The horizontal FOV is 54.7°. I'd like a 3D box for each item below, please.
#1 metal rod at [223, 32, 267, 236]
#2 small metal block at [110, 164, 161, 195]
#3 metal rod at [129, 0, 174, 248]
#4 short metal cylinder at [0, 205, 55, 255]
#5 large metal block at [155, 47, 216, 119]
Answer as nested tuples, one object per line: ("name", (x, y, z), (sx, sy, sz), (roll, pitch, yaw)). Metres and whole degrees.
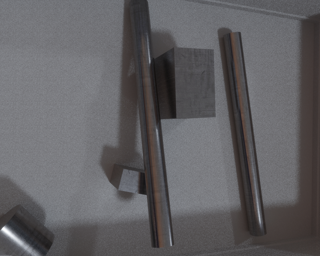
("metal rod", (0.126, 0.011, 0.458), (0.025, 0.025, 0.298), (-10, 93, -20))
("small metal block", (-0.031, 0.065, 0.387), (0.050, 0.050, 0.025), (15, 85, -20))
("metal rod", (-0.012, -0.016, 0.371), (0.025, 0.025, 0.299), (-2, 77, -20))
("short metal cylinder", (-0.159, 0.128, 0.323), (0.080, 0.080, 0.050), (-45, 105, -15))
("large metal block", (0.027, -0.052, 0.392), (0.050, 0.080, 0.079), (-2, 91, -20))
